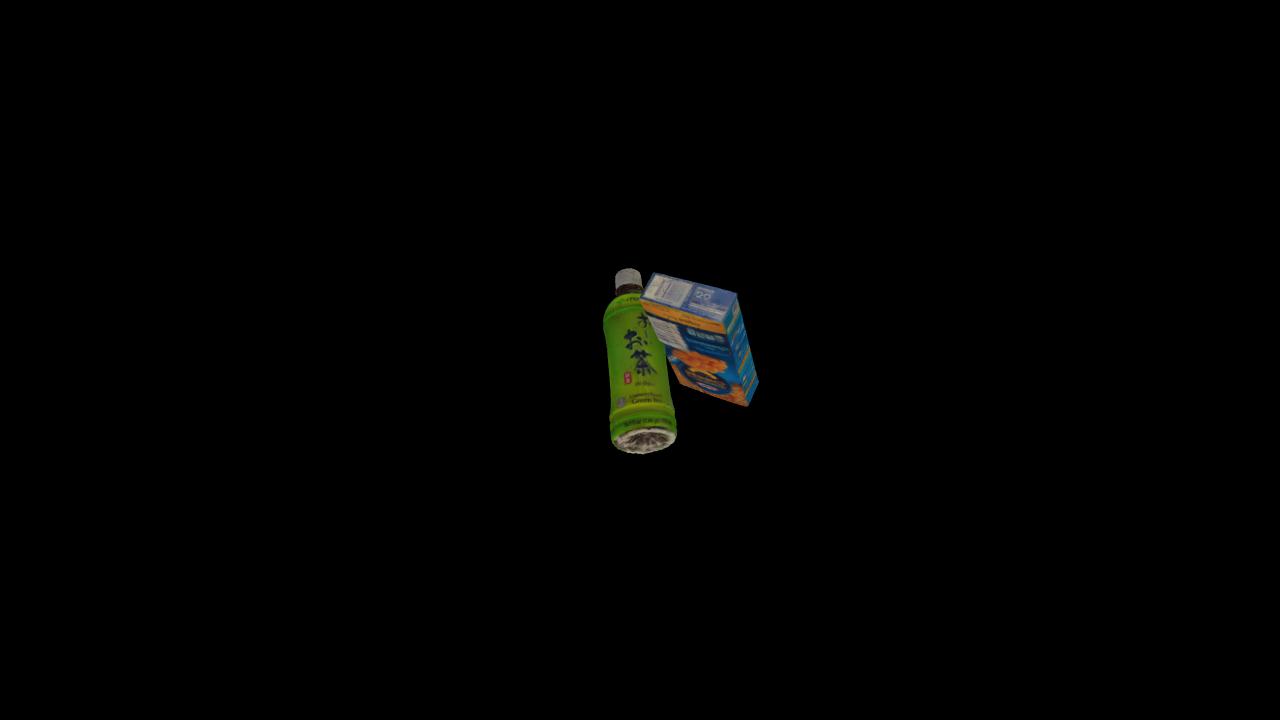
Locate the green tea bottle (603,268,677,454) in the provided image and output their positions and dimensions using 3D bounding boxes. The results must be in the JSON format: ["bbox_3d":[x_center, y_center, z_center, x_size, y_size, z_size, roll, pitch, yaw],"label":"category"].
[{"bbox_3d":[-0.006,-0.007,0.672,0.073,0.212,0.073,-6,-28,-3],"label":"green tea bottle"}]

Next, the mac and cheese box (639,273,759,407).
[{"bbox_3d":[0.068,-0.016,0.653,0.093,0.041,0.184,17,-22,26],"label":"mac and cheese box"}]
